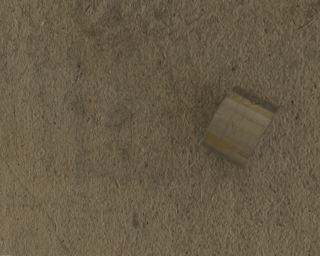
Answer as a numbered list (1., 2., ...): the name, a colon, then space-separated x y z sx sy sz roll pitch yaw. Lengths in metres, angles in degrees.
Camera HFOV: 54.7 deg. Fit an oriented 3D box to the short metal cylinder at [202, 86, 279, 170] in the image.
1. short metal cylinder: 0.090 -0.001 0.348 0.050 0.080 0.080 31 100 17
